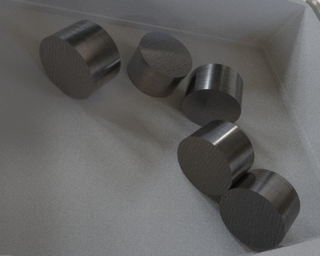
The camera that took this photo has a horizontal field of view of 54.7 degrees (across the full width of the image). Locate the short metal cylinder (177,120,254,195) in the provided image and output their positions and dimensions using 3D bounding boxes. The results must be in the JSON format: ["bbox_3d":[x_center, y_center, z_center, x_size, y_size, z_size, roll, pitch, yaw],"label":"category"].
[{"bbox_3d":[0.069,0.036,0.387,0.050,0.080,0.080,-31,79,-38],"label":"short metal cylinder"}]

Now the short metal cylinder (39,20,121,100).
[{"bbox_3d":[-0.095,-0.081,0.370,0.080,0.080,0.050,42,51,0],"label":"short metal cylinder"}]

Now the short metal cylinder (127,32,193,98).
[{"bbox_3d":[-0.001,-0.091,0.446,0.081,0.050,0.080,14,56,-21],"label":"short metal cylinder"}]

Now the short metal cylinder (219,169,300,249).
[{"bbox_3d":[0.120,0.096,0.375,0.050,0.080,0.080,-29,78,-43],"label":"short metal cylinder"}]

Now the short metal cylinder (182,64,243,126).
[{"bbox_3d":[0.076,-0.044,0.440,0.080,0.080,0.050,25,53,-13],"label":"short metal cylinder"}]
